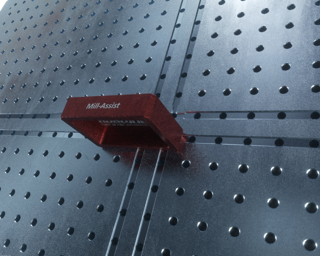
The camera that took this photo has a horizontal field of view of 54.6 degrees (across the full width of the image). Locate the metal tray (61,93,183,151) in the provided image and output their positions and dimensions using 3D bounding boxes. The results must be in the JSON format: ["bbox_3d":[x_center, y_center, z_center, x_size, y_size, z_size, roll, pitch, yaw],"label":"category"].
[{"bbox_3d":[-0.047,-0.005,0.395,0.130,0.090,0.030,1,62,28],"label":"metal tray"}]
